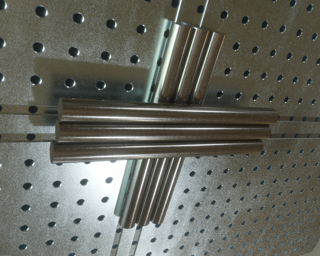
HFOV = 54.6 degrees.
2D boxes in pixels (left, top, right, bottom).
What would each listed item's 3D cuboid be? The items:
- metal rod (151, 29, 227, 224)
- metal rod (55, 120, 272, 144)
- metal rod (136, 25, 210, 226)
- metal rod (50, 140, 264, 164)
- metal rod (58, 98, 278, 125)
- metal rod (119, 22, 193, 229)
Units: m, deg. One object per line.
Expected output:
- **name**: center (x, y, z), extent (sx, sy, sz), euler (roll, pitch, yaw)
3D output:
- **metal rod**: center (0.031, 0.015, 0.437), extent (0.025, 0.025, 0.298), euler (2, 118, -29)
- **metal rod**: center (0.026, 0.004, 0.395), extent (0.302, 0.025, 0.025), euler (0, 118, -29)
- **metal rod**: center (0.009, 0.014, 0.424), extent (0.025, 0.025, 0.298), euler (2, 118, -29)
- **metal rod**: center (0.017, 0.026, 0.404), extent (0.302, 0.025, 0.025), euler (0, 118, -29)
- **metal rod**: center (0.032, -0.017, 0.385), extent (0.302, 0.025, 0.025), euler (0, 118, -29)
- **metal rod**: center (-0.013, 0.014, 0.412), extent (0.025, 0.025, 0.298), euler (2, 118, -29)
